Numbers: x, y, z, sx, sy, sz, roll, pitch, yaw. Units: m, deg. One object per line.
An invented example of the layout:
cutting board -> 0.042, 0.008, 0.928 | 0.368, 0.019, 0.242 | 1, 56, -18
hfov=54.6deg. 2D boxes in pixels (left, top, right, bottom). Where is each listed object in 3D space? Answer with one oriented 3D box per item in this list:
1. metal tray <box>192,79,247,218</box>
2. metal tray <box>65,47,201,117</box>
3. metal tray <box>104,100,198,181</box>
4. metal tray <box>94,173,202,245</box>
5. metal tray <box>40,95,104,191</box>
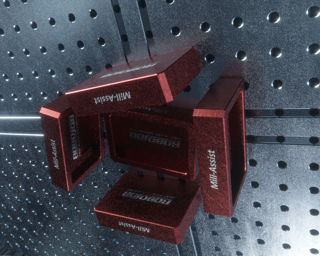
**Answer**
metal tray -> 0.071, 0.021, 0.344 | 0.030, 0.090, 0.129 | 4, 120, 26
metal tray -> -0.030, -0.052, 0.353 | 0.130, 0.090, 0.030 | -6, 115, 31
metal tray -> -0.009, 0.015, 0.421 | 0.130, 0.030, 0.089 | 11, 123, 22
metal tray -> -0.015, 0.110, 0.446 | 0.130, 0.090, 0.030 | 4, 120, 26
metal tray -> -0.119, 0.013, 0.441 | 0.030, 0.090, 0.129 | 17, 125, 19
